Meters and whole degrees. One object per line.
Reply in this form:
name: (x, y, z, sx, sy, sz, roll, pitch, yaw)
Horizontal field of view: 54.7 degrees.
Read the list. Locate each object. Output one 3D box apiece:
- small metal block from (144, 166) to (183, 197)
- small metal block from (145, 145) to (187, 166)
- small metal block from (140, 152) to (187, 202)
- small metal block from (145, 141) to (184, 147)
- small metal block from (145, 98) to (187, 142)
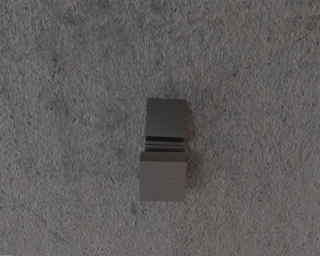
small metal block: (0.004, 0.074, 0.425, 0.050, 0.025, 0.050, 2, 151, -1)
small metal block: (0.005, 0.043, 0.386, 0.050, 0.050, 0.025, 2, 110, -1)
small metal block: (0.003, 0.055, 0.351, 0.050, 0.025, 0.050, 1, 110, -1)
small metal block: (0.005, 0.029, 0.423, 0.050, 0.025, 0.050, 2, 110, -2)
small metal block: (0.008, -0.010, 0.395, 0.050, 0.025, 0.050, 3, 74, -1)
